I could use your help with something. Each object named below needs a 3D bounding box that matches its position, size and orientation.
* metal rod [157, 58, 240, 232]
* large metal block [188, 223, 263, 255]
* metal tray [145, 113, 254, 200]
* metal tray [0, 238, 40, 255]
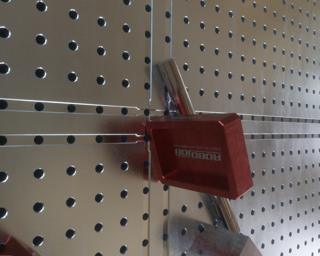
[{"bbox_3d":[0.064,0.040,0.462,0.025,0.025,0.299,-36,112,-34],"label":"metal rod"},{"bbox_3d":[0.104,0.194,0.461,0.050,0.080,0.080,-51,120,-28],"label":"large metal block"},{"bbox_3d":[0.042,0.030,0.376,0.030,0.130,0.089,-23,105,-38],"label":"metal tray"},{"bbox_3d":[-0.141,0.164,0.248,0.030,0.090,0.130,50,60,-29],"label":"metal tray"}]
